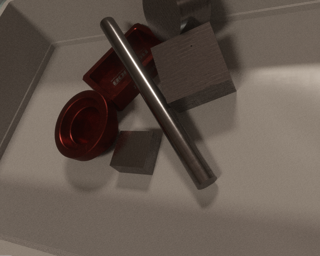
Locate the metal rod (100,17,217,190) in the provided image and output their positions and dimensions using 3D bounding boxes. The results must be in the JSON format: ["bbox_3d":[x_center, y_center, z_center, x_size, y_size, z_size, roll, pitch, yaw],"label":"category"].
[{"bbox_3d":[-0.015,-0.051,0.413,0.025,0.025,0.299,-34,61,6],"label":"metal rod"}]

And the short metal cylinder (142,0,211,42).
[{"bbox_3d":[0.021,-0.158,0.407,0.050,0.080,0.080,-29,47,-25],"label":"short metal cylinder"}]

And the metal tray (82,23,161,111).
[{"bbox_3d":[-0.049,-0.098,0.486,0.130,0.030,0.090,-47,52,-5],"label":"metal tray"}]

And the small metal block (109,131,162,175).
[{"bbox_3d":[-0.031,0.032,0.401,0.050,0.025,0.050,0,62,28],"label":"small metal block"}]

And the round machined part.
[{"bbox_3d":[-0.098,-0.001,0.437,0.098,0.042,0.098,-12,66,29],"label":"round machined part"}]

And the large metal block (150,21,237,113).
[{"bbox_3d":[0.043,-0.075,0.398,0.080,0.050,0.080,-21,72,15],"label":"large metal block"}]
